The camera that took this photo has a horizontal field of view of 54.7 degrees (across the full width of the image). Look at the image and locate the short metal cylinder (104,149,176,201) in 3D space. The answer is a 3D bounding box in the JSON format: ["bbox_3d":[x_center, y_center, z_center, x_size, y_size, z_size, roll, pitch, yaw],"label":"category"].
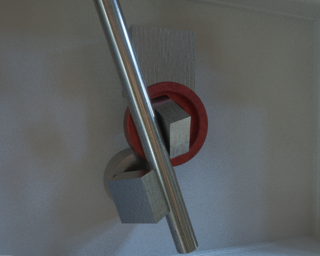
[{"bbox_3d":[-0.026,0.066,0.388,0.081,0.050,0.079,0,90,-21],"label":"short metal cylinder"}]

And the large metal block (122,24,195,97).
[{"bbox_3d":[-0.003,-0.080,0.394,0.081,0.050,0.079,0,90,-21],"label":"large metal block"}]

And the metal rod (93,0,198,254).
[{"bbox_3d":[-0.015,-0.007,0.330,0.025,0.025,0.298,-20,97,-19],"label":"metal rod"}]

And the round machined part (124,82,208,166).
[{"bbox_3d":[0.004,-0.004,0.371,0.099,0.042,0.097,0,90,-21],"label":"round machined part"}]

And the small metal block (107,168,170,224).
[{"bbox_3d":[-0.023,0.074,0.333,0.025,0.050,0.050,-26,100,-52],"label":"small metal block"}]

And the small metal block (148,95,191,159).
[{"bbox_3d":[0.009,-0.002,0.349,0.025,0.050,0.050,-20,132,-23],"label":"small metal block"}]
